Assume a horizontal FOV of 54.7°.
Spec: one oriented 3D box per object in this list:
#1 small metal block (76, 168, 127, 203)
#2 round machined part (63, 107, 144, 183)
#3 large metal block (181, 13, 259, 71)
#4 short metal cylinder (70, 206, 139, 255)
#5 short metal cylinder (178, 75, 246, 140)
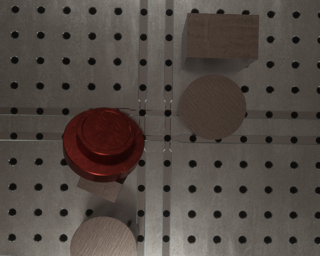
[{"bbox_3d":[-0.073,0.068,0.399,0.050,0.050,0.025,24,94,-1],"label":"small metal block"},{"bbox_3d":[-0.067,0.014,0.379,0.099,0.042,0.098,9,54,-12],"label":"round machined part"},{"bbox_3d":[0.070,-0.103,0.387,0.081,0.080,0.050,1,90,-1],"label":"large metal block"},{"bbox_3d":[-0.069,0.147,0.400,0.081,0.050,0.079,0,90,-1],"label":"short metal cylinder"},{"bbox_3d":[0.065,-0.026,0.402,0.081,0.050,0.079,0,90,-1],"label":"short metal cylinder"}]
